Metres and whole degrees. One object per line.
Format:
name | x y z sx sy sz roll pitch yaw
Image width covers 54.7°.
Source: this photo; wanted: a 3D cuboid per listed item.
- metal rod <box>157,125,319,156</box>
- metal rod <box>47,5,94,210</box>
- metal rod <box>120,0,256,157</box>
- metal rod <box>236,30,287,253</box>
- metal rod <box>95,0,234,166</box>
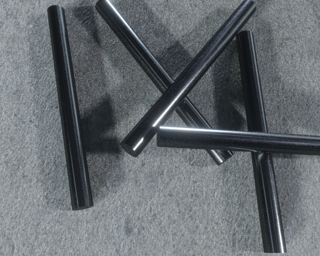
metal rod | 0.147 0.019 0.378 0.302 0.025 0.025 4 70 -9
metal rod | -0.125 -0.041 0.421 0.025 0.025 0.299 -12 71 -5
metal rod | 0.051 -0.081 0.417 0.025 0.025 0.301 34 65 11
metal rod | 0.129 0.003 0.408 0.025 0.025 0.299 -1 70 -1
metal rod | -0.002 -0.075 0.435 0.025 0.025 0.299 -33 74 -12
